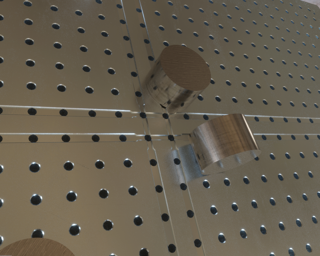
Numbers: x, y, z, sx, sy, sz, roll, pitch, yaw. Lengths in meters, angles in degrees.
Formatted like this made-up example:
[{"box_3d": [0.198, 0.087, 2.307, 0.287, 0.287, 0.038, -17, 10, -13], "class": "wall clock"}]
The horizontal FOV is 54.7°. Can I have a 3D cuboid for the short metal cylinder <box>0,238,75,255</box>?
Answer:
[{"box_3d": [-0.107, 0.136, 0.251, 0.081, 0.050, 0.080, 14, 56, -21], "class": "short metal cylinder"}]

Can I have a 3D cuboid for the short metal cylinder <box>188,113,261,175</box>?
[{"box_3d": [0.083, 0.023, 0.403, 0.081, 0.080, 0.050, -5, 64, -30], "class": "short metal cylinder"}]

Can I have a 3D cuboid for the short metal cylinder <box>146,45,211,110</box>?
[{"box_3d": [0.026, -0.073, 0.451, 0.081, 0.050, 0.080, 14, 56, -21], "class": "short metal cylinder"}]
